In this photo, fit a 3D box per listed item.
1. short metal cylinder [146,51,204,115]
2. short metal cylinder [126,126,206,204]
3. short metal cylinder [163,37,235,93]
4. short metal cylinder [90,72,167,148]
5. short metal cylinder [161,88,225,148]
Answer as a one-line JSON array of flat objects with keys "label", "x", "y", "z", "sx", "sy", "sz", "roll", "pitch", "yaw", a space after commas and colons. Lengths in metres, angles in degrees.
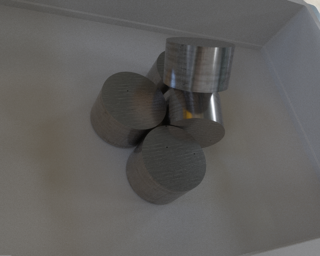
[{"label": "short metal cylinder", "x": 0.022, "y": -0.064, "z": 0.440, "sx": 0.081, "sy": 0.050, "sz": 0.080, "roll": 14, "pitch": 56, "yaw": -21}, {"label": "short metal cylinder", "x": 0.007, "y": 0.044, "z": 0.365, "sx": 0.081, "sy": 0.050, "sz": 0.080, "roll": 14, "pitch": 56, "yaw": -21}, {"label": "short metal cylinder", "x": 0.045, "y": -0.078, "z": 0.371, "sx": 0.081, "sy": 0.050, "sz": 0.080, "roll": 4, "pitch": 23, "yaw": -1}, {"label": "short metal cylinder", "x": -0.039, "y": -0.022, "z": 0.380, "sx": 0.081, "sy": 0.050, "sz": 0.080, "roll": 14, "pitch": 56, "yaw": -21}, {"label": "short metal cylinder", "x": 0.040, "y": -0.012, "z": 0.400, "sx": 0.081, "sy": 0.080, "sz": 0.050, "roll": 13, "pitch": 57, "yaw": -22}]
